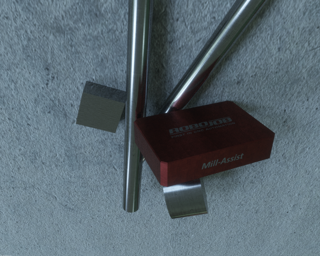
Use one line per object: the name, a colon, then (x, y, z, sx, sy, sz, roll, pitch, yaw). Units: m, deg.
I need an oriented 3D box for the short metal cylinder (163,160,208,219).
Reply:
short metal cylinder: (0.037, 0.086, 0.445, 0.050, 0.080, 0.080, -11, 129, 9)

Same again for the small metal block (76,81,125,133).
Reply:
small metal block: (-0.073, -0.025, 0.385, 0.050, 0.025, 0.050, 14, 129, -13)

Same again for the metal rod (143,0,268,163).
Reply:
metal rod: (0.036, -0.053, 0.362, 0.025, 0.025, 0.298, 23, 126, -19)

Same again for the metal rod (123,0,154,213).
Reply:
metal rod: (-0.030, -0.008, 0.378, 0.025, 0.025, 0.298, 4, 124, -4)

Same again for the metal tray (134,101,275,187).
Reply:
metal tray: (0.046, 0.011, 0.345, 0.131, 0.090, 0.030, -12, 123, -19)
